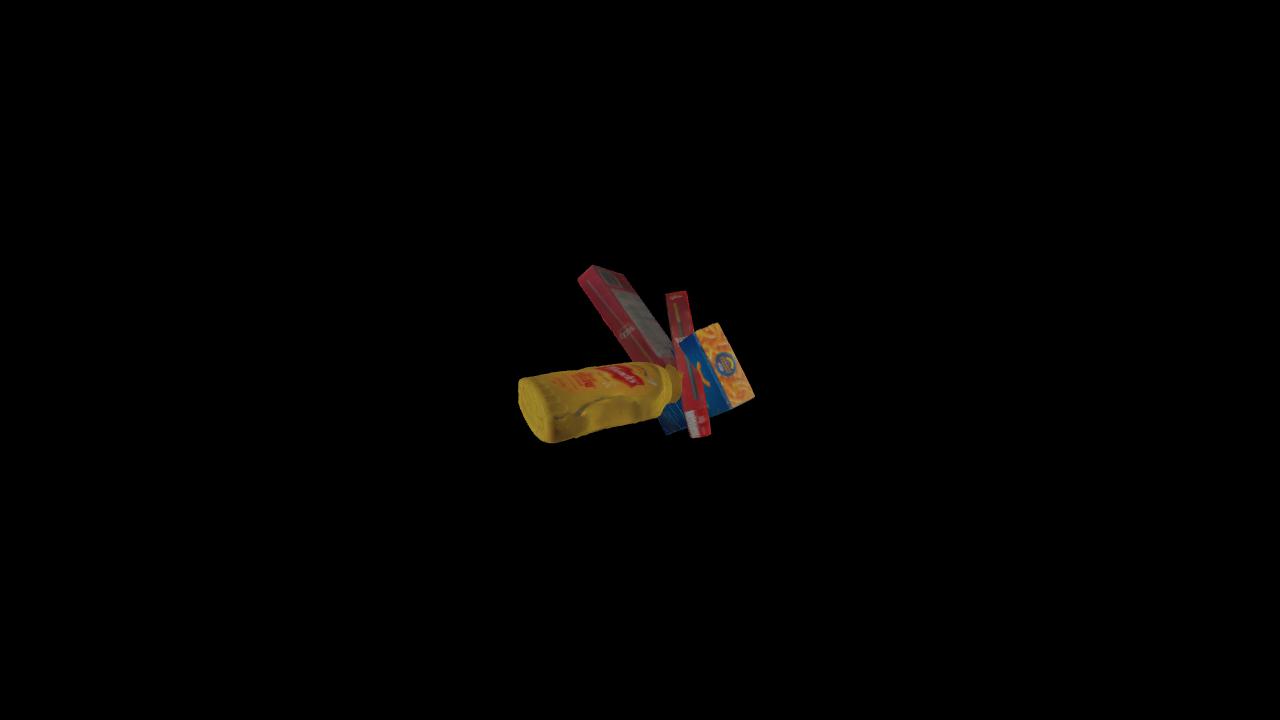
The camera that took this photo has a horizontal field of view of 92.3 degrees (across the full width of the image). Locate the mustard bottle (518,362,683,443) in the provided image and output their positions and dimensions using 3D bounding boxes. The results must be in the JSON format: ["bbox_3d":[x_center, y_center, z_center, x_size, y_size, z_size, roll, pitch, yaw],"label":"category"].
[{"bbox_3d":[-0.025,0.035,0.632,0.184,0.054,0.092,-9,22,-29],"label":"mustard bottle"}]

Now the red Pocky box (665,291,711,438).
[{"bbox_3d":[0.056,0.004,0.713,0.028,0.155,0.083,-11,-29,6],"label":"red Pocky box"}]

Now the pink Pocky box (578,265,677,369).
[{"bbox_3d":[-0.005,-0.038,0.707,0.029,0.155,0.084,-40,-15,19],"label":"pink Pocky box"}]

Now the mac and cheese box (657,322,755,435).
[{"bbox_3d":[0.059,0.029,0.730,0.041,0.093,0.184,-22,-6,-24],"label":"mac and cheese box"}]
